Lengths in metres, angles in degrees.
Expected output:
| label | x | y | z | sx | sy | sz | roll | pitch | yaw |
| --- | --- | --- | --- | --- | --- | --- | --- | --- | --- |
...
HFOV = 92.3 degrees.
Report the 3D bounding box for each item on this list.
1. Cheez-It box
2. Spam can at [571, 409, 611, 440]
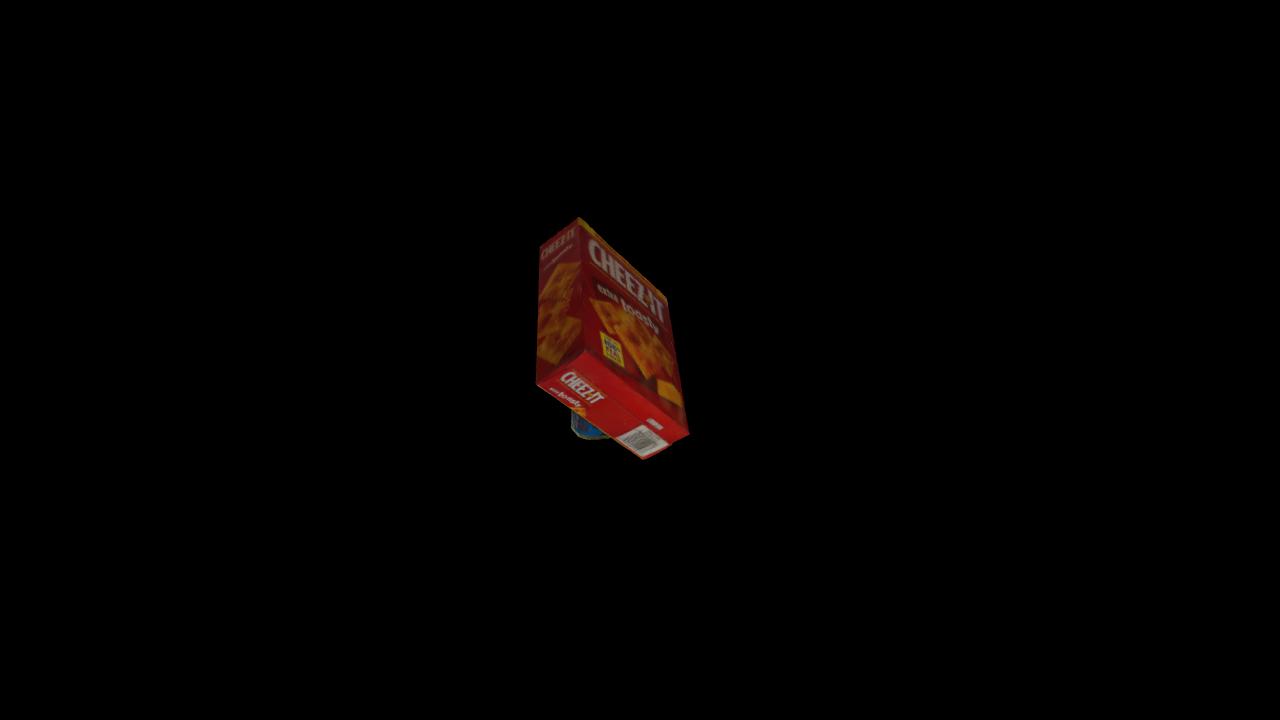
| label | x | y | z | sx | sy | sz | roll | pitch | yaw |
| --- | --- | --- | --- | --- | --- | --- | --- | --- | --- |
| Cheez-It box | -0.031 | -0.027 | 0.663 | 0.071 | 0.223 | 0.166 | -32 | -50 | 23 |
| Spam can | -0.027 | 0.039 | 0.692 | 0.101 | 0.085 | 0.058 | -3 | 15 | -25 |
